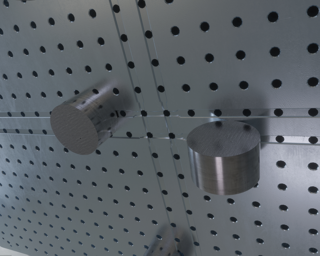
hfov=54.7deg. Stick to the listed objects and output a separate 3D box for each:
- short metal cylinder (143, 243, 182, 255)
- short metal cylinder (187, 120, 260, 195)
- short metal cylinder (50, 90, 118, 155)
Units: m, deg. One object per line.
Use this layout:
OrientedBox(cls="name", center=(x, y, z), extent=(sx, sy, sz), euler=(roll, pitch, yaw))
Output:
OrientedBox(cls="short metal cylinder", center=(0.001, 0.254, 0.552), extent=(0.080, 0.050, 0.079), euler=(13, 124, 21))
OrientedBox(cls="short metal cylinder", center=(0.074, 0.032, 0.357), extent=(0.080, 0.080, 0.050), euler=(5, 121, 26))
OrientedBox(cls="short metal cylinder", center=(-0.109, -0.008, 0.448), extent=(0.080, 0.050, 0.079), euler=(13, 124, 21))
